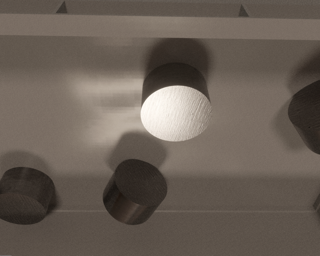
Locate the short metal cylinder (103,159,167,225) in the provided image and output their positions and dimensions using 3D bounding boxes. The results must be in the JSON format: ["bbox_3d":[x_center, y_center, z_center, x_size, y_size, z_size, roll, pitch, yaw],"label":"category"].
[{"bbox_3d":[-0.037,0.092,0.451,0.081,0.080,0.050,20,127,-16],"label":"short metal cylinder"}]

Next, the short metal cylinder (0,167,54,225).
[{"bbox_3d":[-0.212,0.106,0.480,0.081,0.050,0.079,0,130,0],"label":"short metal cylinder"}]

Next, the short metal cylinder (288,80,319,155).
[{"bbox_3d":[0.201,-0.014,0.365,0.080,0.080,0.050,-30,124,22],"label":"short metal cylinder"}]

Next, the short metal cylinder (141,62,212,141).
[{"bbox_3d":[0.018,-0.030,0.367,0.081,0.050,0.079,0,130,0],"label":"short metal cylinder"}]
